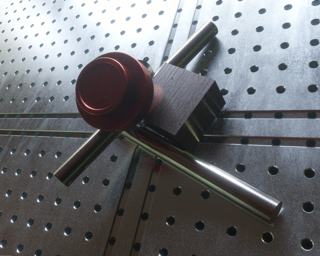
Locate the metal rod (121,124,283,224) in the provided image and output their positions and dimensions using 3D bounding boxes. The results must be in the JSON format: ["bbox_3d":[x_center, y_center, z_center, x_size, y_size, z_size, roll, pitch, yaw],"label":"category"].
[{"bbox_3d":[0.005,0.026,0.387,0.300,0.025,0.025,28,77,37],"label":"metal rod"}]

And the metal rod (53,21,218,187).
[{"bbox_3d":[-0.023,-0.042,0.420,0.025,0.025,0.301,31,71,37],"label":"metal rod"}]

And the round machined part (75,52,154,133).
[{"bbox_3d":[-0.061,-0.045,0.371,0.098,0.042,0.097,-3,80,20],"label":"round machined part"}]

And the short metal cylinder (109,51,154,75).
[{"bbox_3d":[-0.053,-0.063,0.437,0.050,0.080,0.080,28,77,37],"label":"short metal cylinder"}]

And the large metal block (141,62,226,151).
[{"bbox_3d":[0.022,-0.027,0.391,0.080,0.050,0.080,29,77,37],"label":"large metal block"}]
